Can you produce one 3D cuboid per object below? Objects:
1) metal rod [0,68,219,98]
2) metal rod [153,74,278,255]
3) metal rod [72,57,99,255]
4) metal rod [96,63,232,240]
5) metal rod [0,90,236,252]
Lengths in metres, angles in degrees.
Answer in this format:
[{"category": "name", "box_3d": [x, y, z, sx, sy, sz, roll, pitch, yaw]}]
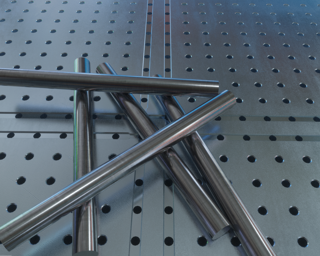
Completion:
[{"category": "metal rod", "box_3d": [-0.072, -0.062, 0.426, 0.302, 0.025, 0.025, 4, 50, 2]}, {"category": "metal rod", "box_3d": [0.051, 0.035, 0.378, 0.025, 0.025, 0.300, -18, 52, -15]}, {"category": "metal rod", "box_3d": [-0.098, 0.011, 0.396, 0.025, 0.025, 0.300, -7, 50, -7]}, {"category": "metal rod", "box_3d": [-0.012, 0.008, 0.400, 0.025, 0.025, 0.300, -24, 54, -19]}, {"category": "metal rod", "box_3d": [-0.027, 0.032, 0.347, 0.302, 0.025, 0.025, -31, 57, -24]}]
